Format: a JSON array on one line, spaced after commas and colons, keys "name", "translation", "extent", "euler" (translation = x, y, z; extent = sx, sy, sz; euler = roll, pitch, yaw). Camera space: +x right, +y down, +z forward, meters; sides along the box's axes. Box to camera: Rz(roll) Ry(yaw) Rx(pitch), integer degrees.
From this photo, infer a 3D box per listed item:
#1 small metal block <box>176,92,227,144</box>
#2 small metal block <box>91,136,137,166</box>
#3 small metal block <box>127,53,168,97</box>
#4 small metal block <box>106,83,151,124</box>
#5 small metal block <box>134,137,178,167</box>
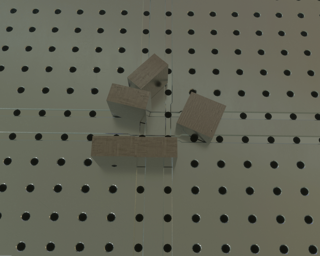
[{"name": "small metal block", "translation": [0.055, -0.014, 0.417], "extent": [0.050, 0.025, 0.050], "euler": [24, 72, 8]}, {"name": "small metal block", "translation": [-0.055, 0.029, 0.387], "extent": [0.050, 0.050, 0.025], "euler": [0, 70, 0]}, {"name": "small metal block", "translation": [-0.015, -0.065, 0.422], "extent": [0.025, 0.050, 0.050], "euler": [42, 75, 14]}, {"name": "small metal block", "translation": [-0.039, -0.032, 0.410], "extent": [0.050, 0.050, 0.025], "euler": [13, 71, 4]}, {"name": "small metal block", "translation": [-0.005, 0.031, 0.387], "extent": [0.050, 0.050, 0.025], "euler": [0, 70, 0]}]
